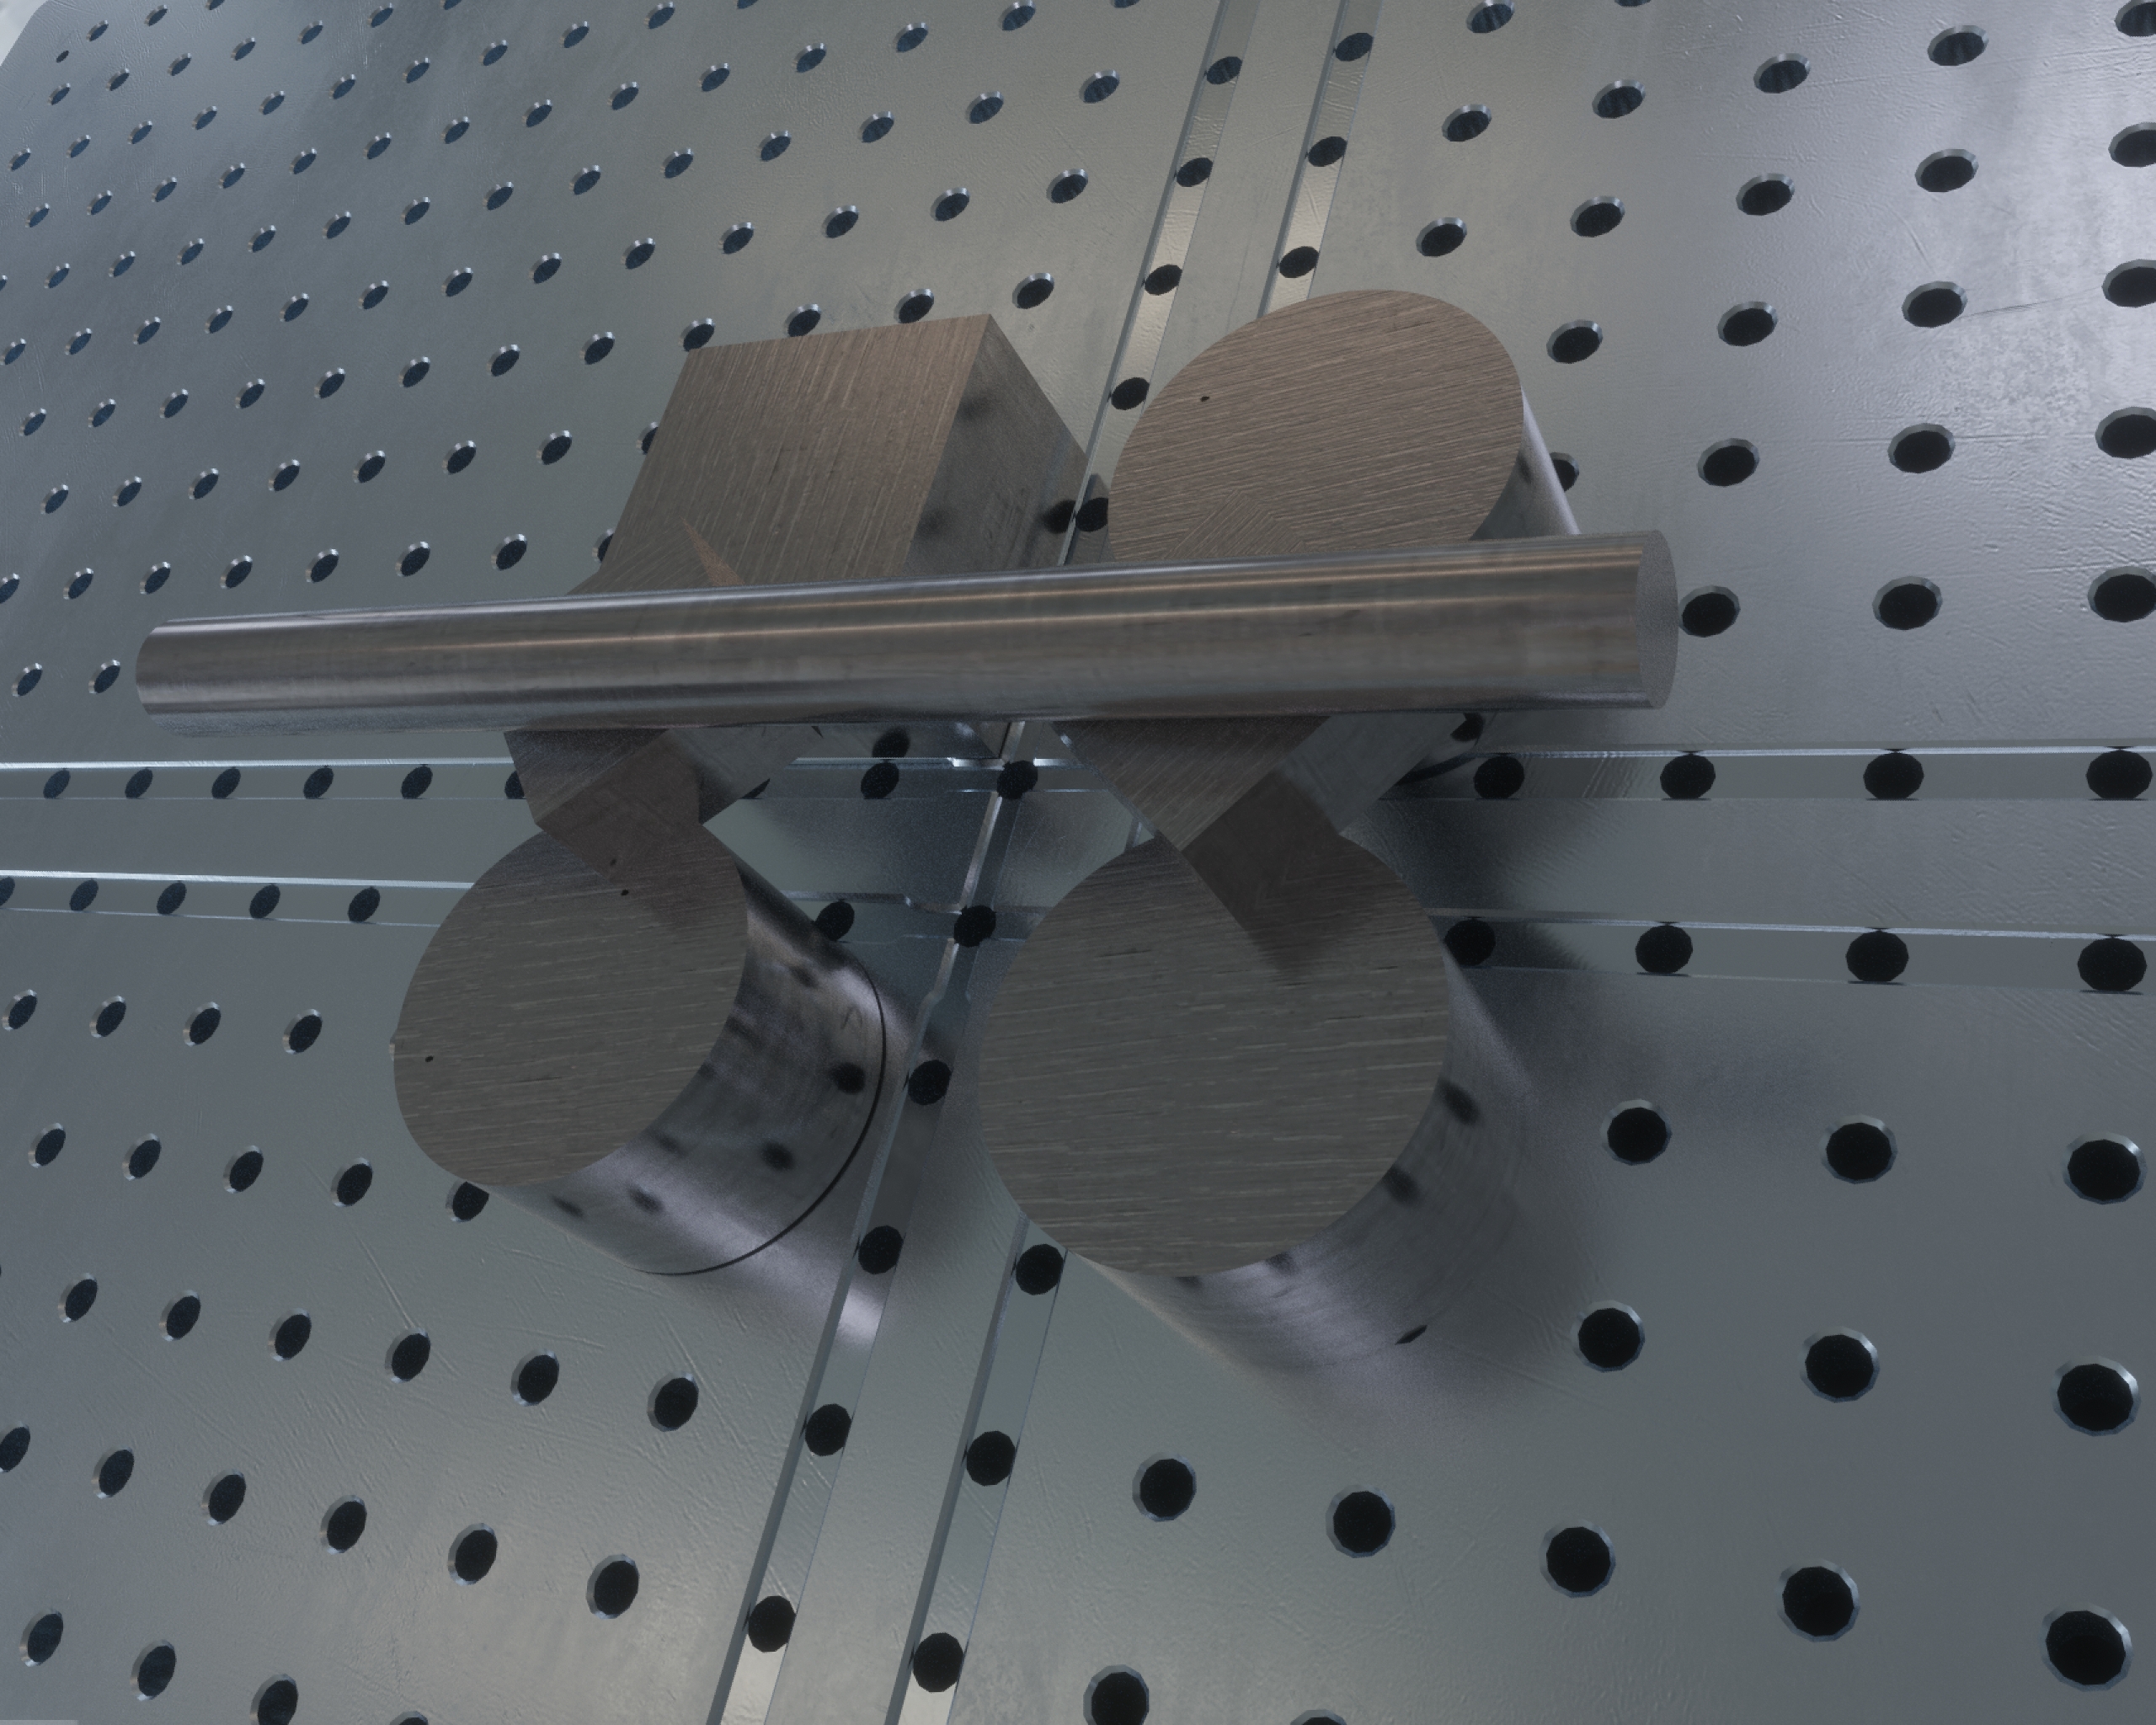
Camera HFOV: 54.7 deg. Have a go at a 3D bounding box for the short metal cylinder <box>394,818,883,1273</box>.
[{"bbox_3d":[-0.087,0.035,0.415,0.080,0.050,0.080,-13,56,21],"label":"short metal cylinder"}]

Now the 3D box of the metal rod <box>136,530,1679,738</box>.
[{"bbox_3d":[-0.052,-0.036,0.361,0.300,0.025,0.025,1,62,28],"label":"metal rod"}]

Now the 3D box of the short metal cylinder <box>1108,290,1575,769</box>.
[{"bbox_3d":[0.053,-0.063,0.403,0.080,0.050,0.080,-13,56,21],"label":"short metal cylinder"}]

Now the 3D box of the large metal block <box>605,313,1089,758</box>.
[{"bbox_3d":[-0.053,-0.070,0.463,0.080,0.050,0.080,1,62,29],"label":"large metal block"}]

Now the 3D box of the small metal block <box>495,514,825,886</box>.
[{"bbox_3d":[-0.084,-0.032,0.409,0.050,0.025,0.050,-34,51,5],"label":"small metal block"}]

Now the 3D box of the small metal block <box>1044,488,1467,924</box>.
[{"bbox_3d":[0.027,-0.027,0.347,0.050,0.025,0.050,-42,51,-1],"label":"small metal block"}]

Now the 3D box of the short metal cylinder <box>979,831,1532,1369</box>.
[{"bbox_3d":[0.031,0.039,0.352,0.080,0.050,0.080,-13,56,21],"label":"short metal cylinder"}]
